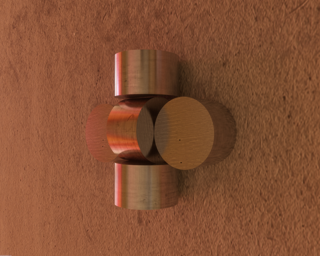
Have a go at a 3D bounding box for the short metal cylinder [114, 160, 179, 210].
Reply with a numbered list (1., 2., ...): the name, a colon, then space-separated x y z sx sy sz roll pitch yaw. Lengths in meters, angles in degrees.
1. short metal cylinder: -0.017 0.067 0.386 0.080 0.081 0.050 0 90 40

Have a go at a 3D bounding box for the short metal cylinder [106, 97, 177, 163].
1. short metal cylinder: -0.019 0.002 0.387 0.050 0.081 0.080 1 91 40

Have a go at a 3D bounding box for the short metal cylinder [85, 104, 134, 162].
1. short metal cylinder: -0.060 0.007 0.440 0.080 0.050 0.080 0 90 39

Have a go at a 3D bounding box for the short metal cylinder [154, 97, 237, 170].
1. short metal cylinder: 0.040 0.005 0.357 0.080 0.050 0.080 0 91 40

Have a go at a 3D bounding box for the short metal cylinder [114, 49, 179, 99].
1. short metal cylinder: -0.017 -0.063 0.385 0.080 0.081 0.050 0 90 40
